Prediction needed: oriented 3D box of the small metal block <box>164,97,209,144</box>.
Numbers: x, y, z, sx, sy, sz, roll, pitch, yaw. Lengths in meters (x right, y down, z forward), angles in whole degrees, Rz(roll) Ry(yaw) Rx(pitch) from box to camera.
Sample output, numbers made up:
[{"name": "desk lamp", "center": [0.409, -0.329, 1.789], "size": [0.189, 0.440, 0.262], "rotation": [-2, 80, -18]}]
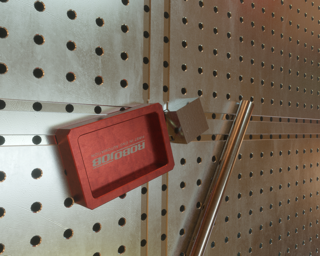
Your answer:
[{"name": "small metal block", "center": [0.039, -0.011, 0.444], "size": [0.050, 0.025, 0.050], "rotation": [-32, 110, -36]}]

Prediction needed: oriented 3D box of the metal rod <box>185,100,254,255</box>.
[{"name": "metal rod", "center": [0.094, 0.088, 0.491], "size": [0.025, 0.025, 0.300], "rotation": [37, 67, -34]}]

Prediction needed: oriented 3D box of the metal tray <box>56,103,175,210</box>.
[{"name": "metal tray", "center": [-0.046, 0.028, 0.368], "size": [0.131, 0.030, 0.089], "rotation": [-20, 103, -38]}]
